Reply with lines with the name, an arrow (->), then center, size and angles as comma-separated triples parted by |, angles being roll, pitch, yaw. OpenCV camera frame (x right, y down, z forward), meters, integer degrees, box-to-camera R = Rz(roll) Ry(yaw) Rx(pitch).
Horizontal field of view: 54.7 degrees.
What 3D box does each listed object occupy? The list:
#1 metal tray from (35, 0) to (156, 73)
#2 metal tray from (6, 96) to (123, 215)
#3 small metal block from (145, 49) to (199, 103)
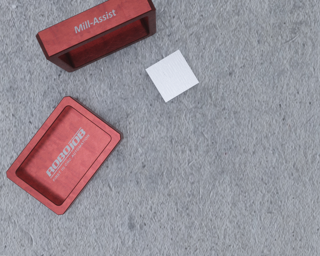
metal tray -> -0.070, -0.115, 0.376 | 0.131, 0.090, 0.030 | -25, 90, 0
metal tray -> -0.122, 0.035, 0.405 | 0.090, 0.030, 0.130 | 37, 90, -1
small metal block -> 0.016, -0.067, 0.410 | 0.050, 0.025, 0.050 | -31, 90, -1
